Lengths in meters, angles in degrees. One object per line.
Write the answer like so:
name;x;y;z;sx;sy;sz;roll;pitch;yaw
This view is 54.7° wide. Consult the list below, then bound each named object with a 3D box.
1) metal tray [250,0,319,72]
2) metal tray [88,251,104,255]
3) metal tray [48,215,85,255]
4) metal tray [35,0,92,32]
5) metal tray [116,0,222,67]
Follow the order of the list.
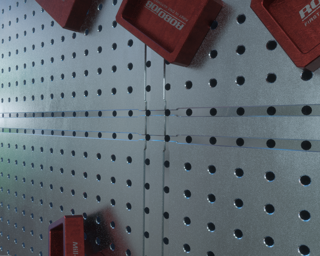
metal tray;0.159;-0.125;0.274;0.129;0.030;0.090;-41;66;32
metal tray;-0.077;0.265;0.467;0.130;0.030;0.089;29;108;36
metal tray;-0.151;0.214;0.497;0.090;0.030;0.130;-36;54;47
metal tray;-0.169;-0.239;0.543;0.130;0.030;0.089;45;117;30
metal tray;0.005;-0.150;0.399;0.130;0.030;0.089;44;116;31
